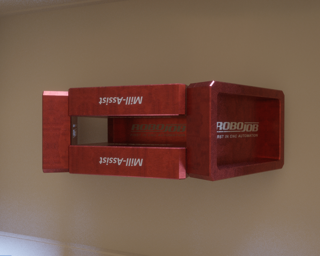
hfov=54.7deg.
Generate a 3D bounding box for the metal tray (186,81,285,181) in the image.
[{"bbox_3d":[0.084,0.002,0.325,0.030,0.131,0.089,1,91,49],"label":"metal tray"}]

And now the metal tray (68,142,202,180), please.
[{"bbox_3d":[-0.024,0.033,0.351,0.130,0.090,0.030,0,90,19],"label":"metal tray"}]

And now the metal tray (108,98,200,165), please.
[{"bbox_3d":[-0.004,0.003,0.408,0.130,0.030,0.089,0,90,19],"label":"metal tray"}]

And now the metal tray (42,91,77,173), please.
[{"bbox_3d":[-0.125,0.003,0.399,0.030,0.130,0.089,0,91,-12],"label":"metal tray"}]

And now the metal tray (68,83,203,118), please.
[{"bbox_3d":[-0.024,-0.027,0.350,0.130,0.090,0.030,0,90,20],"label":"metal tray"}]
